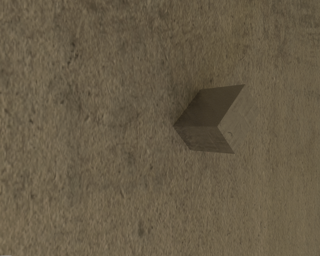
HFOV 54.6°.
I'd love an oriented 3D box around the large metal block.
[{"bbox_3d":[0.079,-0.013,0.434,0.080,0.080,0.050,-52,121,-27],"label":"large metal block"}]
